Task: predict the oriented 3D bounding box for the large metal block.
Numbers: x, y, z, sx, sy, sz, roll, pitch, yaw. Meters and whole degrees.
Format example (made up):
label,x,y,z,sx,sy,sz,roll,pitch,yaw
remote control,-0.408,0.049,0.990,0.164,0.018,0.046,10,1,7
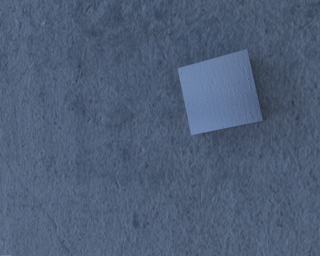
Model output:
label,x,y,z,sx,sy,sz,roll,pitch,yaw
large metal block,0.074,-0.039,0.370,0.080,0.050,0.080,-12,86,19
